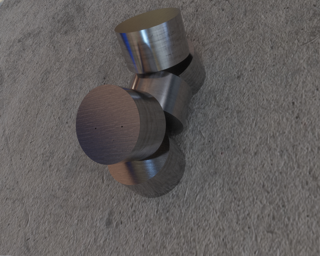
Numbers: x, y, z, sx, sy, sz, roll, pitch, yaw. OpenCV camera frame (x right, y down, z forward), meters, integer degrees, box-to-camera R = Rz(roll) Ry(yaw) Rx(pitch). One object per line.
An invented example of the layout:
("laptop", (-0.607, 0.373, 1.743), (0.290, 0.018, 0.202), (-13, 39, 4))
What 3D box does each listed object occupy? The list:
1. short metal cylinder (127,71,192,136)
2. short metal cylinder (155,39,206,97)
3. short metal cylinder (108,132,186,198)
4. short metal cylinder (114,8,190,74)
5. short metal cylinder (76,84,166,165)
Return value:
("short metal cylinder", (-0.004, -0.030, 0.391), (0.080, 0.080, 0.050), (2, 63, 29))
("short metal cylinder", (0.018, -0.080, 0.430), (0.080, 0.050, 0.080), (-13, 56, 21))
("short metal cylinder", (-0.015, 0.039, 0.374), (0.080, 0.050, 0.080), (-13, 56, 21))
("short metal cylinder", (-0.009, -0.107, 0.376), (0.080, 0.050, 0.080), (-13, 32, 9))
("short metal cylinder", (-0.041, -0.003, 0.328), (0.080, 0.050, 0.080), (0, 89, 29))
